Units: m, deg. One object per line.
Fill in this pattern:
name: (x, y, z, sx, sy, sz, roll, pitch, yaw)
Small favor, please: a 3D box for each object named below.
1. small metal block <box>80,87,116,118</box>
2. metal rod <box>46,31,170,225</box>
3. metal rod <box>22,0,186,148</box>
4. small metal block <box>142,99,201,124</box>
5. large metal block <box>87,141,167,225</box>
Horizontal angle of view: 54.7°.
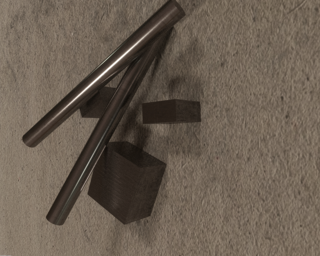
small metal block: (-0.083, -0.037, 0.455, 0.050, 0.050, 0.025, -31, 71, 35)
metal rod: (-0.066, -0.009, 0.404, 0.025, 0.025, 0.299, 30, 92, 35)
metal rod: (-0.090, -0.058, 0.411, 0.299, 0.025, 0.025, -35, 68, 26)
small metal block: (0.014, -0.019, 0.375, 0.050, 0.050, 0.025, -3, 88, 39)
large metal block: (-0.047, 0.071, 0.425, 0.080, 0.050, 0.079, 26, 106, 36)
